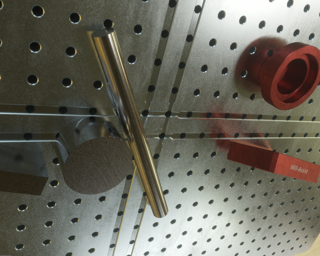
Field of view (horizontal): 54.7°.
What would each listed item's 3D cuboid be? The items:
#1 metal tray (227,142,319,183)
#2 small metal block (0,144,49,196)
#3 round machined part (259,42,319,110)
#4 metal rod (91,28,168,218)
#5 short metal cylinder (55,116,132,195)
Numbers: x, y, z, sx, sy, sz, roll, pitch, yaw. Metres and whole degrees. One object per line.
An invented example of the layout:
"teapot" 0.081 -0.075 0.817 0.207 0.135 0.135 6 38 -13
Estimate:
"metal tray" 0.186 0.056 0.505 0.131 0.090 0.030 16 89 -35
"small metal block" -0.155 0.045 0.339 0.050 0.050 0.025 17 109 -36
"round machined part" 0.187 -0.079 0.457 0.099 0.042 0.097 -14 125 -21
"metal rod" -0.029 0.018 0.407 0.025 0.025 0.298 -25 128 -14
"short metal cylinder" -0.080 0.032 0.373 0.081 0.050 0.079 -14 125 -21
